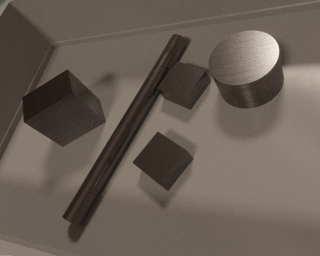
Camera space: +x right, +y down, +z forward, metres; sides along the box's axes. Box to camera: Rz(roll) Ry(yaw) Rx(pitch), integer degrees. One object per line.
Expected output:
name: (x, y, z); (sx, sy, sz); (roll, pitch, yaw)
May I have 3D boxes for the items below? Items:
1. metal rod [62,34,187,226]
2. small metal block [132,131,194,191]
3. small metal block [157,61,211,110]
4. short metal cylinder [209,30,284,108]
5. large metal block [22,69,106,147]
metal rod: (-0.041, -0.008, 0.430); (0.025, 0.025, 0.300); (18, 71, 35)
small metal block: (0.003, 0.040, 0.378); (0.050, 0.025, 0.050); (33, 80, 38)
small metal block: (0.033, -0.059, 0.424); (0.050, 0.025, 0.050); (28, 77, 37)
short metal cylinder: (0.105, -0.071, 0.377); (0.080, 0.050, 0.080); (-13, 56, 20)
large metal block: (-0.140, -0.027, 0.458); (0.080, 0.080, 0.050); (-29, 52, 9)
